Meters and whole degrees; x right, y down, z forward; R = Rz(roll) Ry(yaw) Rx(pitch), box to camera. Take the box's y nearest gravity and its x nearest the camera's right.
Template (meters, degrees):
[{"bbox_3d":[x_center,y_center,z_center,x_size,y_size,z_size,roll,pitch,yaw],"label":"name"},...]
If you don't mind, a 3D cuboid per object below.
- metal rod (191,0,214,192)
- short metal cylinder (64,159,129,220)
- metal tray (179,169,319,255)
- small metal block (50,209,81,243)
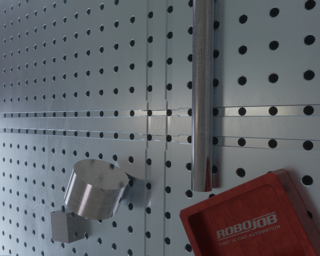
[{"bbox_3d":[0.051,-0.076,0.367,0.025,0.025,0.298,1,91,40],"label":"metal rod"},{"bbox_3d":[-0.092,0.087,0.449,0.080,0.081,0.050,33,111,35],"label":"short metal cylinder"},{"bbox_3d":[0.091,0.110,0.331,0.130,0.030,0.090,-34,69,34],"label":"metal tray"},{"bbox_3d":[-0.167,0.172,0.547,0.050,0.025,0.050,-10,84,39],"label":"small metal block"}]
